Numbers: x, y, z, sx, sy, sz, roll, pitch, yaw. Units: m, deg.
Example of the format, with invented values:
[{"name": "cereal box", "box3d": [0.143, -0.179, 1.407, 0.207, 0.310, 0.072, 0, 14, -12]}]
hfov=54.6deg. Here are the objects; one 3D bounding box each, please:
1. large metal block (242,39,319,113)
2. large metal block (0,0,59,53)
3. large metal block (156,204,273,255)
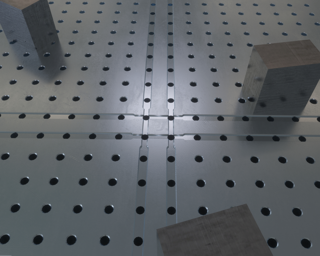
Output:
[{"name": "large metal block", "box3d": [0.169, -0.071, 0.433, 0.080, 0.080, 0.050, -8, 51, -6]}, {"name": "large metal block", "box3d": [-0.229, -0.186, 0.528, 0.080, 0.080, 0.050, 27, 55, 21]}, {"name": "large metal block", "box3d": [0.043, 0.117, 0.274, 0.081, 0.080, 0.050, -13, 51, -10]}]
